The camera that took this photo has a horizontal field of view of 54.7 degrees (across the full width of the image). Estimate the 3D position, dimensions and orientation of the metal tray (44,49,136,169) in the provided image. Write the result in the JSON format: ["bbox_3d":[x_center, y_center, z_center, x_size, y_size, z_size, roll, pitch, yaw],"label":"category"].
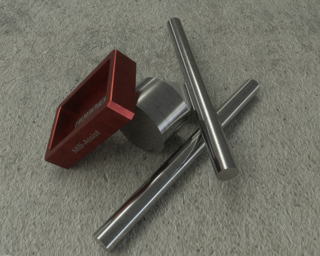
[{"bbox_3d":[-0.081,-0.019,0.359,0.030,0.130,0.090,30,40,-33],"label":"metal tray"}]

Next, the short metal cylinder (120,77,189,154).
[{"bbox_3d":[-0.012,-0.015,0.380,0.080,0.080,0.050,30,56,23],"label":"short metal cylinder"}]

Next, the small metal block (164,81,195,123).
[{"bbox_3d":[0.022,-0.037,0.435,0.050,0.025,0.050,11,51,9],"label":"small metal block"}]

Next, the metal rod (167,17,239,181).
[{"bbox_3d":[0.047,-0.063,0.423,0.025,0.025,0.300,-7,49,-6],"label":"metal rod"}]

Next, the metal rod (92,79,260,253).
[{"bbox_3d":[0.039,0.027,0.380,0.025,0.025,0.301,33,57,24],"label":"metal rod"}]
